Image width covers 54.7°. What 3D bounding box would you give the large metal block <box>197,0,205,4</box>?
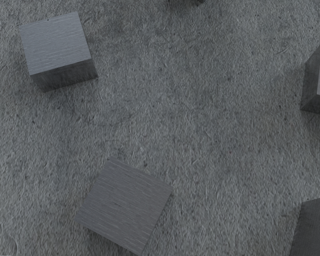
[{"bbox_3d":[0.051,-0.253,0.472,0.080,0.080,0.050,35,74,12],"label":"large metal block"}]

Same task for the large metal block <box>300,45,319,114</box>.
[{"bbox_3d":[0.244,-0.060,0.418,0.080,0.050,0.080,14,71,5],"label":"large metal block"}]

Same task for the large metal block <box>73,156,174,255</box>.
[{"bbox_3d":[-0.039,0.091,0.361,0.080,0.050,0.080,25,72,9],"label":"large metal block"}]

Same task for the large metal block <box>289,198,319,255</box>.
[{"bbox_3d":[0.186,0.123,0.335,0.050,0.080,0.080,21,72,7],"label":"large metal block"}]

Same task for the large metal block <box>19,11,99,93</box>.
[{"bbox_3d":[-0.139,-0.105,0.432,0.080,0.050,0.080,-17,71,-6],"label":"large metal block"}]
